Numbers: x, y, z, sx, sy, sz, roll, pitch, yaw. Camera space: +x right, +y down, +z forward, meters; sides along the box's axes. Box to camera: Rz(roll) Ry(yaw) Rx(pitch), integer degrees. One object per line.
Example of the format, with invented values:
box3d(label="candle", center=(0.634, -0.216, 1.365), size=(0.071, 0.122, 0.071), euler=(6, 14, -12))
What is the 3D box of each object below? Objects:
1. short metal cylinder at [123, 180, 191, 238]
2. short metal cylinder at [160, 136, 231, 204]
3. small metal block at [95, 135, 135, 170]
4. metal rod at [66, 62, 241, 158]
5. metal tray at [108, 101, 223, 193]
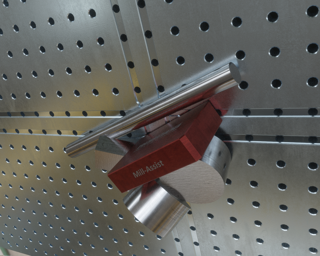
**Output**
box3d(label="short metal cylinder", center=(-0.004, 0.104, 0.428), size=(0.080, 0.080, 0.050), euler=(40, 88, 0))
box3d(label="short metal cylinder", center=(0.045, 0.050, 0.391), size=(0.080, 0.050, 0.079), euler=(12, 131, 14))
box3d(label="small metal block", center=(-0.066, 0.040, 0.449), size=(0.050, 0.025, 0.050), euler=(12, 142, -1))
box3d(label="metal rod", center=(-0.031, -0.011, 0.416), size=(0.299, 0.025, 0.025), euler=(-23, 106, 36))
box3d(label="metal tray", center=(0.005, 0.024, 0.377), size=(0.130, 0.090, 0.030), euler=(-30, 102, 37))
